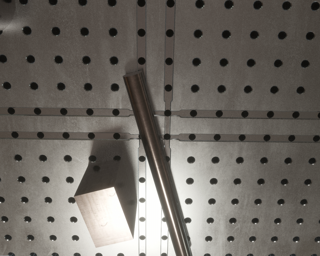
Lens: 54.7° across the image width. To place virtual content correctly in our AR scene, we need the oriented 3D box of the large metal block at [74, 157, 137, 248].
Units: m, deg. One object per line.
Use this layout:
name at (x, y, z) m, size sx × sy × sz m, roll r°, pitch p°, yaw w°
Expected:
large metal block at (-0.069, 0.098, 0.419) m, size 0.050 × 0.080 × 0.080 m, roll -14°, pitch 110°, yaw 5°

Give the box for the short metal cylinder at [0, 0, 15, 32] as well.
short metal cylinder at (-0.213, -0.143, 0.344) m, size 0.081 × 0.050 × 0.079 m, roll 0°, pitch 110°, yaw -1°

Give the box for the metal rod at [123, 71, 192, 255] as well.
metal rod at (0.002, 0.068, 0.438) m, size 0.025 × 0.025 × 0.298 m, roll -14°, pitch 110°, yaw 4°
